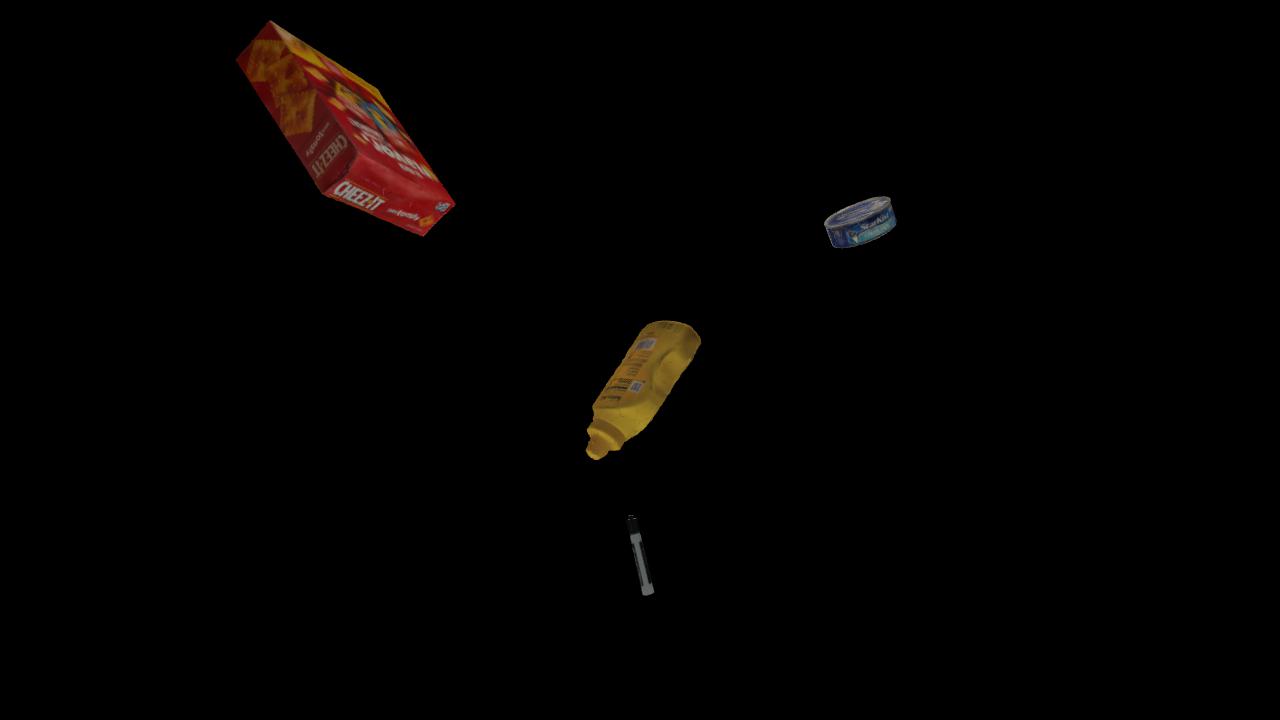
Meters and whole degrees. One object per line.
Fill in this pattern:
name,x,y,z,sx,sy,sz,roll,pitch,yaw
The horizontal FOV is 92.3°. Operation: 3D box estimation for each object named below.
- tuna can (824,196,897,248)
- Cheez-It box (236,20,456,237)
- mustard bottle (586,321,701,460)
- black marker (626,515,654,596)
tuna can,0.282,-0.175,0.787,0.084,0.034,0.084,-24,19,9
Cheez-It box,-0.339,-0.265,0.726,0.071,0.223,0.166,-40,-16,12
mustard bottle,-0.007,0.036,0.699,0.092,0.184,0.054,2,-42,45
black marker,-0.001,0.301,0.954,0.020,0.121,0.020,-13,-9,-2
